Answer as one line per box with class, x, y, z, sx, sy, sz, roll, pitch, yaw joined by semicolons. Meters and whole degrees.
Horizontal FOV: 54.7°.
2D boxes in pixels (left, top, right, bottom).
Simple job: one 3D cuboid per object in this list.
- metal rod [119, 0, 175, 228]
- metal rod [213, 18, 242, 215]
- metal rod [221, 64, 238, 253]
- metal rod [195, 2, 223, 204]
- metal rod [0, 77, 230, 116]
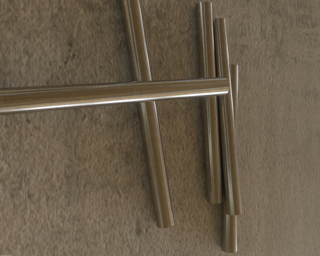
metal rod;-0.016;-0.018;0.393;0.025;0.025;0.298;-15;100;-39
metal rod;0.101;-0.018;0.478;0.025;0.025;0.298;-4;88;-40
metal rod;0.113;0.048;0.502;0.025;0.025;0.298;0;90;-40
metal rod;0.075;-0.035;0.469;0.025;0.025;0.298;-7;95;-40
metal rod;-0.040;-0.039;0.345;0.303;0.025;0.025;-8;96;-32
